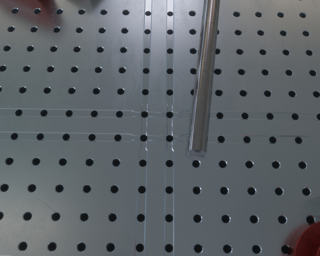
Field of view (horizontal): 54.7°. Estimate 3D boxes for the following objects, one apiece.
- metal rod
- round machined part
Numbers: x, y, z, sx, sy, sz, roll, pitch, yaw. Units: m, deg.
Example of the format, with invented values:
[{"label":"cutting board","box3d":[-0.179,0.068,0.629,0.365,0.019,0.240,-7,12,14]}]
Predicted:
[{"label":"metal rod","box3d":[0.068,-0.107,0.451,0.025,0.025,0.299,8,70,2]},{"label":"round machined part","box3d":[0.201,0.155,0.348,0.099,0.042,0.098,0,70,0]}]
